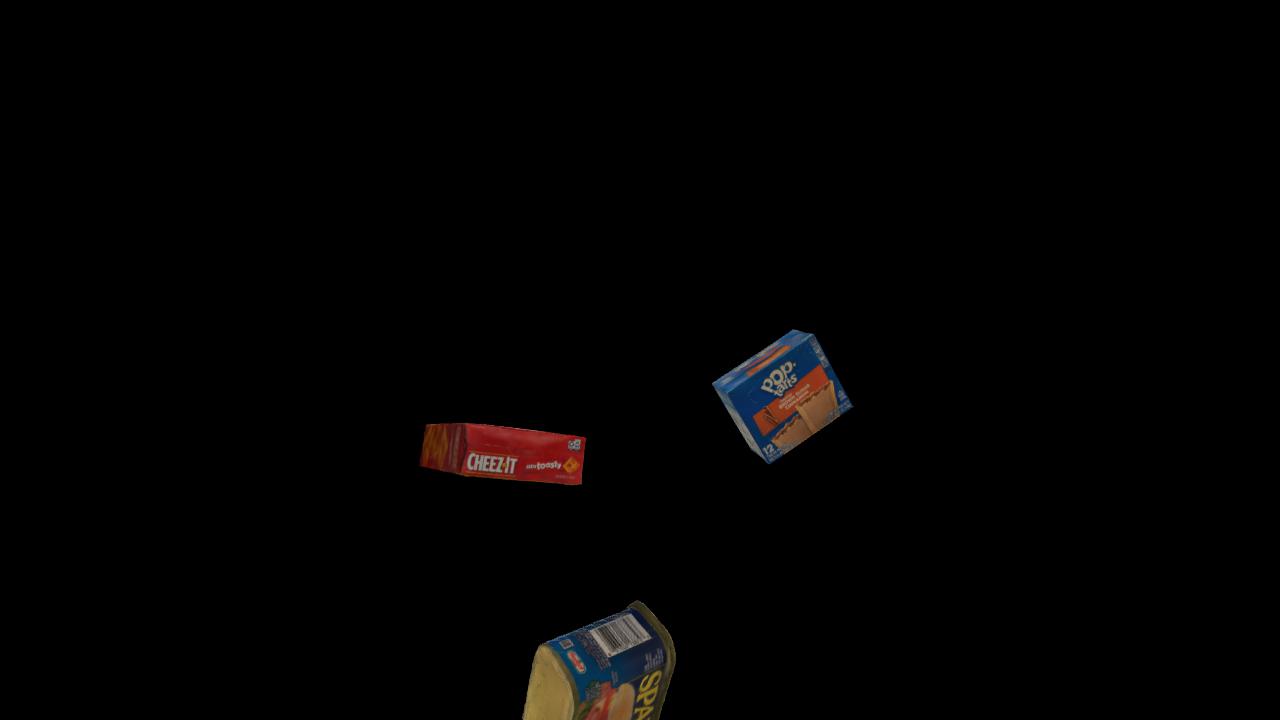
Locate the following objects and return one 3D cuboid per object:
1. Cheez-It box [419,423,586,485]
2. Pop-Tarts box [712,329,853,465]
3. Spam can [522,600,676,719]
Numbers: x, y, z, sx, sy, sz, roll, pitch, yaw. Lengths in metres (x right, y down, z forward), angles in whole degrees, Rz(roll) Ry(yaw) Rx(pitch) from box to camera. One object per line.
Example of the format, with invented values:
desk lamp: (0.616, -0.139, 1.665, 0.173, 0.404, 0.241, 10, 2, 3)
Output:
Cheez-It box: (-0.196, 0.128, 0.857, 0.166, 0.071, 0.223, 10, -11, -31)
Pop-Tarts box: (0.227, 0.056, 0.985, 0.167, 0.141, 0.083, -33, 12, -6)
Spam can: (-0.031, 0.234, 0.436, 0.085, 0.101, 0.058, -4, 26, -38)
